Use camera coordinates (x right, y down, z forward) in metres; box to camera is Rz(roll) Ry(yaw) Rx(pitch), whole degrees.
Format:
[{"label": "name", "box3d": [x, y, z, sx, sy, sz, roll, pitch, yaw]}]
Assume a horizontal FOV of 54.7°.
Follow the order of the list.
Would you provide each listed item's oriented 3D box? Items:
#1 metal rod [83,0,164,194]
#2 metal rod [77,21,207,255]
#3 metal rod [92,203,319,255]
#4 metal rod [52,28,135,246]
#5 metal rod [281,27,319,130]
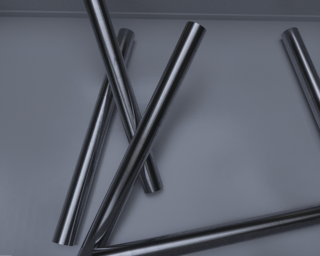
[{"label": "metal rod", "box3d": [-0.052, -0.066, 0.375, 0.025, 0.025, 0.298, -18, 93, -7]}, {"label": "metal rod", "box3d": [-0.022, 0.020, 0.354, 0.025, 0.025, 0.299, 25, 90, 8]}, {"label": "metal rod", "box3d": [0.077, 0.121, 0.353, 0.302, 0.025, 0.025, -8, 70, -9]}, {"label": "metal rod", "box3d": [-0.081, -0.003, 0.409, 0.025, 0.025, 0.299, 12, 70, 4]}, {"label": "metal rod", "box3d": [0.225, -0.005, 0.414, 0.025, 0.025, 0.299, -11, 70, -4]}]
